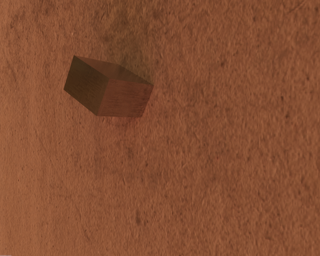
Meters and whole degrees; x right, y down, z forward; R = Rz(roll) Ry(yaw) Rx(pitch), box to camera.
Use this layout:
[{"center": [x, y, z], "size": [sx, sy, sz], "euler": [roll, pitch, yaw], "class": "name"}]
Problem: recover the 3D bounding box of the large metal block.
[{"center": [-0.070, -0.056, 0.424], "size": [0.080, 0.081, 0.050], "euler": [35, 112, 34], "class": "large metal block"}]
